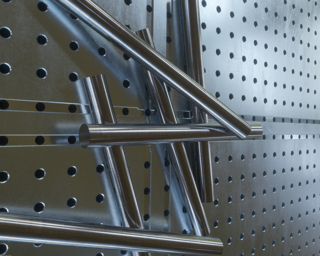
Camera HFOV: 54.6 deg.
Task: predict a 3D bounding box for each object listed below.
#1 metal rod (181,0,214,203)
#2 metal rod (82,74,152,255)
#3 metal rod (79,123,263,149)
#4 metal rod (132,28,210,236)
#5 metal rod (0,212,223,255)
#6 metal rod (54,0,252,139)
[{"bbox_3d":[0.055,-0.040,0.453,0.025,0.025,0.298,-9,96,-40],"label":"metal rod"},{"bbox_3d":[-0.041,0.085,0.374,0.025,0.025,0.298,-22,104,-38],"label":"metal rod"},{"bbox_3d":[0.040,0.006,0.407,0.302,0.025,0.025,-1,91,-40],"label":"metal rod"},{"bbox_3d":[0.019,0.017,0.423,0.025,0.025,0.299,-28,108,-36],"label":"metal rod"},{"bbox_3d":[-0.048,0.121,0.341,0.302,0.025,0.025,18,79,-30],"label":"metal rod"},{"bbox_3d":[0.004,-0.072,0.377,0.301,0.025,0.025,34,69,-24],"label":"metal rod"}]
